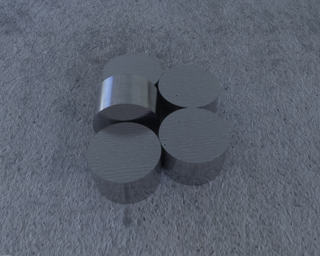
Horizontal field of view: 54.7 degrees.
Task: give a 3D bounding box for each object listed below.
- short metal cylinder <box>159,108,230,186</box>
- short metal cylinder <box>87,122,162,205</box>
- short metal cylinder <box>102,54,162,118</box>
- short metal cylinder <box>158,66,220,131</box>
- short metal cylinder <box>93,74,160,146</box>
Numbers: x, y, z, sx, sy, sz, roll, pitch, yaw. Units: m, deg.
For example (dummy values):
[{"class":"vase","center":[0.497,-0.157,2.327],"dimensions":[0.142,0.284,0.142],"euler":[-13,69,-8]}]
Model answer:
[{"class":"short metal cylinder","center":[0.039,0.022,0.369],"dimensions":[0.080,0.050,0.080],"euler":[0,51,1]},{"class":"short metal cylinder","center":[-0.038,0.040,0.354],"dimensions":[0.080,0.050,0.080],"euler":[0,50,1]},{"class":"short metal cylinder","center":[-0.037,-0.061,0.439],"dimensions":[0.080,0.050,0.080],"euler":[0,50,1]},{"class":"short metal cylinder","center":[0.038,-0.040,0.421],"dimensions":[0.080,0.050,0.080],"euler":[0,51,0]},{"class":"short metal cylinder","center":[-0.041,-0.021,0.386],"dimensions":[0.081,0.080,0.050],"euler":[-2,50,-2]}]
